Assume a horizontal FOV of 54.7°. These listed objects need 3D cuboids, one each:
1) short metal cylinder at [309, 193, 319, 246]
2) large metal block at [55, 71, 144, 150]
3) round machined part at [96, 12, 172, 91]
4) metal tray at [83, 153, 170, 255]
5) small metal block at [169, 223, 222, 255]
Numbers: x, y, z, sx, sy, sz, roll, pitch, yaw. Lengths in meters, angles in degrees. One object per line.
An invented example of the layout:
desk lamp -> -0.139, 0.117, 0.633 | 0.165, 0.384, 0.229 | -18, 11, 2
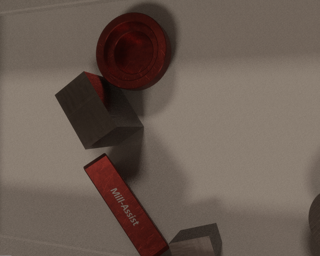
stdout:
short metal cylinder -> 0.201, 0.093, 0.313 | 0.080, 0.050, 0.079 | 1, 92, 42
large metal block -> -0.076, -0.021, 0.407 | 0.050, 0.080, 0.080 | -35, 79, 16
round machined part -> -0.031, -0.098, 0.412 | 0.098, 0.042, 0.097 | 0, 90, 19
metal tray -> -0.040, 0.099, 0.386 | 0.030, 0.090, 0.130 | -34, 78, -10
small metal block -> 0.045, 0.141, 0.381 | 0.050, 0.050, 0.025 | -18, 84, 19
